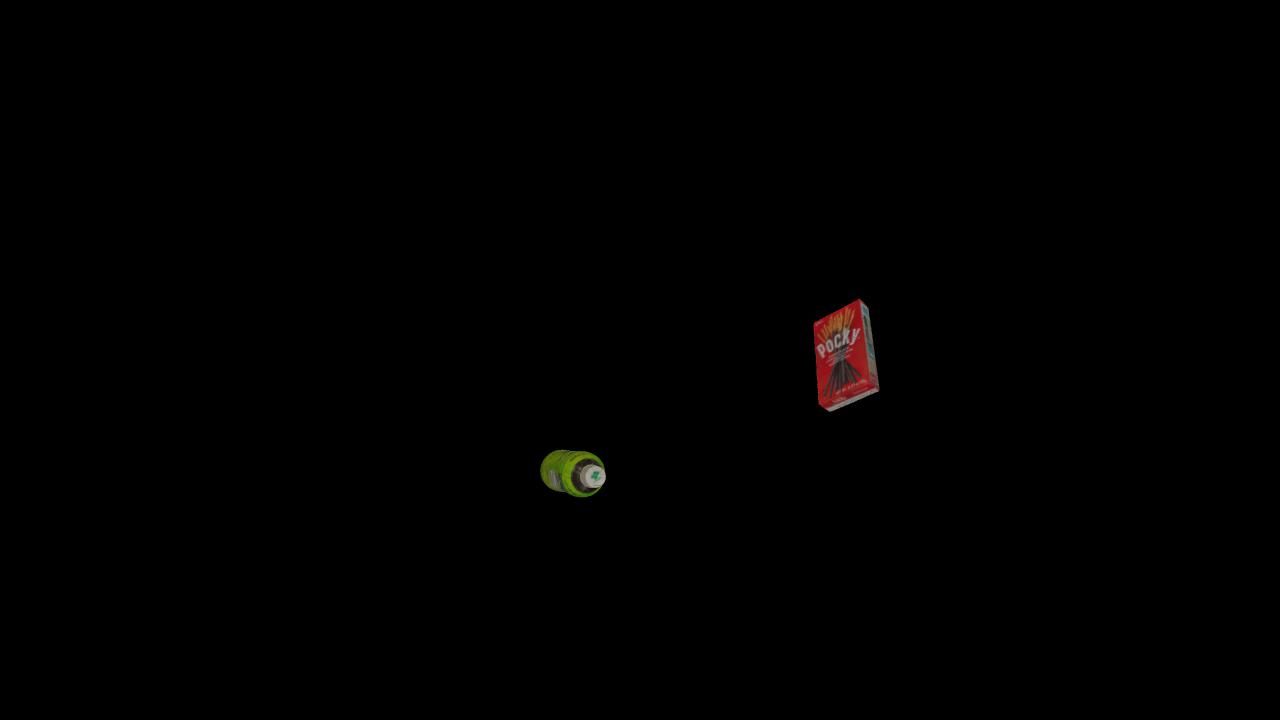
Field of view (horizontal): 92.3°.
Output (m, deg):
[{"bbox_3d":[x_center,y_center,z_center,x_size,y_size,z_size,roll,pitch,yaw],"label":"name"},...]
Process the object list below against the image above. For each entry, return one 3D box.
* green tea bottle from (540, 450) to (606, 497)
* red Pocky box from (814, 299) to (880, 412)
[{"bbox_3d":[-0.099,0.175,0.947,0.073,0.073,0.212,0,-5,-21],"label":"green tea bottle"},{"bbox_3d":[0.287,-0.008,0.867,0.028,0.155,0.083,31,-43,-26],"label":"red Pocky box"}]
